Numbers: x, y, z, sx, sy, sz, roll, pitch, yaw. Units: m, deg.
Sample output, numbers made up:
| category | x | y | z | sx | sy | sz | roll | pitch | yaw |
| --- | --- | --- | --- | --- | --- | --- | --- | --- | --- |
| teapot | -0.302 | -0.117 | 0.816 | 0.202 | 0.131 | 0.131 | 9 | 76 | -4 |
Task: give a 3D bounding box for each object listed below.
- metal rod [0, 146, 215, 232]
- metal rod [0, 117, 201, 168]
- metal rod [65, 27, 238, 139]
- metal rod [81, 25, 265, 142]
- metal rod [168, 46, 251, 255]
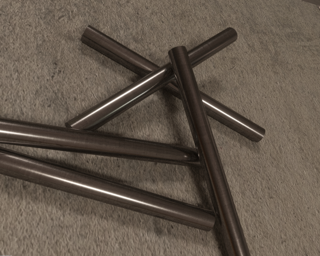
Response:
| category | x | y | z | sx | sy | sz | roll | pitch | yaw |
| --- | --- | --- | --- | --- | --- | --- | --- | --- | --- |
| metal rod | -0.077 | 0.060 | 0.326 | 0.302 | 0.025 | 0.025 | 20 | 54 | -17 |
| metal rod | -0.069 | 0.017 | 0.340 | 0.302 | 0.025 | 0.025 | 10 | 57 | -29 |
| metal rod | 0.007 | -0.072 | 0.423 | 0.302 | 0.025 | 0.025 | -36 | 82 | -29 |
| metal rod | 0.026 | -0.060 | 0.456 | 0.301 | 0.025 | 0.025 | 29 | 52 | -10 |
| metal rod | 0.061 | 0.039 | 0.380 | 0.025 | 0.025 | 0.299 | -8 | 77 | -32 |
